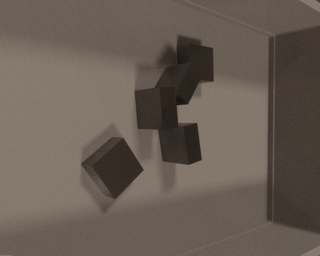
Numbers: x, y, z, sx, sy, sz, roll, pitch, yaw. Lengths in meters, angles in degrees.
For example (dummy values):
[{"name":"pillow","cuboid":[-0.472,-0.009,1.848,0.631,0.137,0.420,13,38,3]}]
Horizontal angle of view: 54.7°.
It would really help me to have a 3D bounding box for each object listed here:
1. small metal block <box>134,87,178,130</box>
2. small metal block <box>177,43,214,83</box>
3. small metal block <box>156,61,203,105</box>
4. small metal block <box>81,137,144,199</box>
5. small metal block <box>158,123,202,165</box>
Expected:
[{"name":"small metal block","cuboid":[-0.005,-0.024,0.388,0.025,0.050,0.050,-8,96,-40]},{"name":"small metal block","cuboid":[0.052,-0.093,0.452,0.050,0.025,0.050,-3,92,-40]},{"name":"small metal block","cuboid":[0.022,-0.057,0.410,0.025,0.050,0.050,42,64,-33]},{"name":"small metal block","cuboid":[-0.054,0.046,0.363,0.050,0.025,0.050,-44,117,-31]},{"name":"small metal block","cuboid":[0.026,0.020,0.414,0.025,0.050,0.050,-14,99,-40]}]
